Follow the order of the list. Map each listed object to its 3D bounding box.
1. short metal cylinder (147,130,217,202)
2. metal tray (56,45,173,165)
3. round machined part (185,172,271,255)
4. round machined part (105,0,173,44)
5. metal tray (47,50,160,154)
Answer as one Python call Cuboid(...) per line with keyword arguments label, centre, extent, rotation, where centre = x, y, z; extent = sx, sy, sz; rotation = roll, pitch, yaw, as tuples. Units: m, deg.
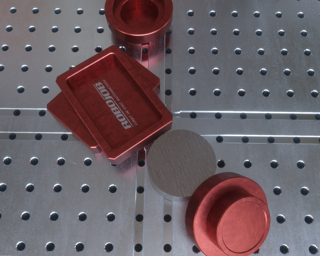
Cuboid(label="short metal cylinder", centre=(0.025, 0.048, 0.381), extent=(0.081, 0.050, 0.080), rotation=(0, 70, 0))
Cuboid(label="metal tray", centre=(-0.056, -0.031, 0.387), extent=(0.090, 0.030, 0.130), rotation=(-34, 74, -12))
Cuboid(label="round machined part", centre=(0.081, 0.102, 0.342), extent=(0.099, 0.042, 0.097), rotation=(-3, 98, -22))
Cuboid(label="round machined part", centre=(-0.030, -0.167, 0.463), extent=(0.099, 0.042, 0.098), rotation=(0, 70, -1))
Cuboid(label="metal tray", centre=(-0.074, -0.041, 0.423), extent=(0.090, 0.030, 0.130), rotation=(39, 74, 13))
